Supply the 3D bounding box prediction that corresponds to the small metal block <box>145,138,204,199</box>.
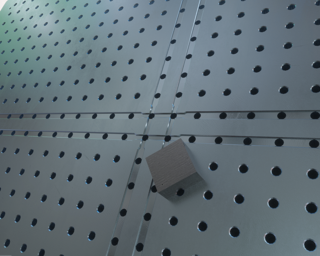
[{"bbox_3d":[0.017,0.048,0.371,0.050,0.025,0.050,-30,52,9],"label":"small metal block"}]
